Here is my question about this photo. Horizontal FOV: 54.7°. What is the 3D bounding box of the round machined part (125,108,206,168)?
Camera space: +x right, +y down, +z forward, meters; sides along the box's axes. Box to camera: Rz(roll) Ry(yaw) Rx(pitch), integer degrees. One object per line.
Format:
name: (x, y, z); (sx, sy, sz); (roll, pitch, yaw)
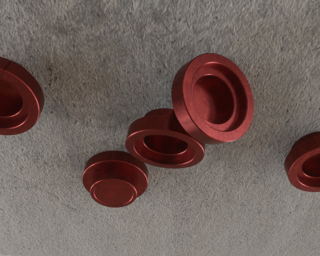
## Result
round machined part: (0.009, 0.011, 0.393); (0.099, 0.042, 0.098); (7, 148, 5)

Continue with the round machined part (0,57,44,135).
round machined part: (-0.185, -0.041, 0.359); (0.099, 0.042, 0.097); (0, 130, 0)

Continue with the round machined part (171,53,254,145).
round machined part: (0.054, -0.030, 0.345); (0.098, 0.098, 0.042); (29, 156, -22)

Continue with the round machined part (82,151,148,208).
round machined part: (-0.068, 0.083, 0.466); (0.099, 0.042, 0.097); (0, 130, 0)

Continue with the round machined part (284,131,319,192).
round machined part: (0.225, 0.043, 0.435); (0.099, 0.042, 0.097); (0, 130, 0)
